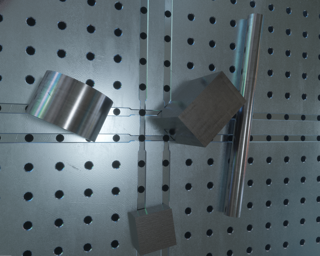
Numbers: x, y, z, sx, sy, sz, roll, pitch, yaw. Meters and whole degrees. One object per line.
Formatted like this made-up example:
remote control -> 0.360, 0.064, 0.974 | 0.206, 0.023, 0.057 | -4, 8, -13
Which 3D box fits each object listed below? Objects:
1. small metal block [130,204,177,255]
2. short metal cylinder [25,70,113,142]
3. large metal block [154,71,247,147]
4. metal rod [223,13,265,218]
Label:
small metal block -> -0.009, 0.133, 0.411 | 0.050, 0.025, 0.050 | -9, 93, -20
short metal cylinder -> -0.100, -0.023, 0.347 | 0.080, 0.080, 0.050 | 26, 81, -19
large metal block -> 0.050, -0.023, 0.403 | 0.080, 0.080, 0.050 | -46, 105, -14
metal rod -> 0.125, -0.020, 0.460 | 0.025, 0.025, 0.298 | 9, 87, -20
